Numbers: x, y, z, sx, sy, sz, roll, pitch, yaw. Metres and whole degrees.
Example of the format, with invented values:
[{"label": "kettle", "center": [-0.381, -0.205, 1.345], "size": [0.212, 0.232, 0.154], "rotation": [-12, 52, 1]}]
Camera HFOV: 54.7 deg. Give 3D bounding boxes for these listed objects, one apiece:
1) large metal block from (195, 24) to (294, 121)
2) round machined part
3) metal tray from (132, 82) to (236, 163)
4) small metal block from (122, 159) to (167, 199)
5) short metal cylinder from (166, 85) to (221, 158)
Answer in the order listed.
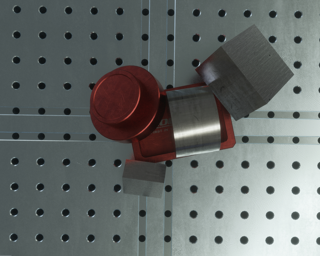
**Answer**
[{"label": "large metal block", "center": [0.104, -0.068, 0.378], "size": [0.080, 0.050, 0.080], "rotation": [-39, 91, -37]}, {"label": "round machined part", "center": [-0.046, -0.033, 0.382], "size": [0.098, 0.042, 0.098], "rotation": [-6, 74, 22]}, {"label": "metal tray", "center": [0.025, -0.007, 0.409], "size": [0.131, 0.030, 0.089], "rotation": [-11, 90, 0]}, {"label": "small metal block", "center": [-0.020, 0.066, 0.395], "size": [0.050, 0.050, 0.025], "rotation": [8, 56, 0]}, {"label": "short metal cylinder", "center": [0.038, -0.008, 0.370], "size": [0.050, 0.080, 0.080], "rotation": [-9, 90, -1]}]
